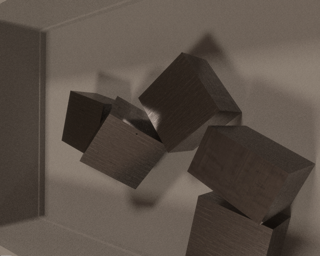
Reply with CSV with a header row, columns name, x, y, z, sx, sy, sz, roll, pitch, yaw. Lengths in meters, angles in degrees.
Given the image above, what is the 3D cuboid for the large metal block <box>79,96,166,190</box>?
name,x,y,z,sx,sy,sz,roll,pitch,yaw
large metal block,-0.043,0.020,0.396,0.080,0.050,0.080,30,117,-13

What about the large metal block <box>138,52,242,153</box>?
name,x,y,z,sx,sy,sz,roll,pitch,yaw
large metal block,0.033,-0.027,0.362,0.080,0.050,0.080,-42,65,31

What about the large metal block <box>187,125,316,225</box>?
name,x,y,z,sx,sy,sz,roll,pitch,yaw
large metal block,0.088,0.038,0.297,0.080,0.081,0.050,34,111,34

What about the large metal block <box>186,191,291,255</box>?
name,x,y,z,sx,sy,sz,roll,pitch,yaw
large metal block,0.079,0.119,0.324,0.080,0.050,0.079,18,101,38

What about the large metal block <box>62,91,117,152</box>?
name,x,y,z,sx,sy,sz,roll,pitch,yaw
large metal block,-0.098,-0.007,0.469,0.080,0.050,0.079,22,104,37
